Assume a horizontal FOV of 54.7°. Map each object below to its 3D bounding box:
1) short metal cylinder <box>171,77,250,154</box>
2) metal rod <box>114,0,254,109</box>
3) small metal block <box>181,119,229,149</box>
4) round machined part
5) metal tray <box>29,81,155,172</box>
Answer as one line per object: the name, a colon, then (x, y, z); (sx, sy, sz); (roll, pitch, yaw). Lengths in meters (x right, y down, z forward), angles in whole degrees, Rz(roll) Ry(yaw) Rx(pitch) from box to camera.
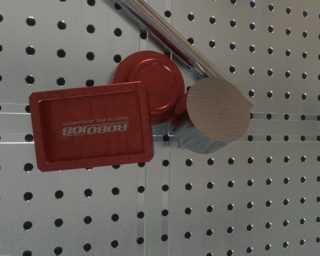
short metal cylinder: (0.059, -0.014, 0.372); (0.081, 0.050, 0.080); (7, 68, -17)
metal rod: (0.017, -0.120, 0.419); (0.301, 0.025, 0.025); (38, 78, -17)
small metal block: (0.060, 0.008, 0.420); (0.050, 0.050, 0.025); (-3, 72, -20)
round machined part: (-0.012, -0.052, 0.400); (0.099, 0.042, 0.097); (0, 90, -20)
metal tray: (-0.076, -0.002, 0.357); (0.131, 0.030, 0.089); (-6, 93, 2)
